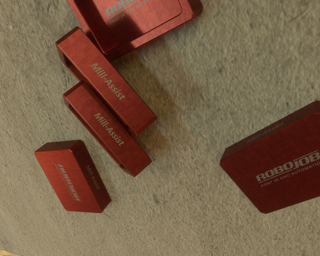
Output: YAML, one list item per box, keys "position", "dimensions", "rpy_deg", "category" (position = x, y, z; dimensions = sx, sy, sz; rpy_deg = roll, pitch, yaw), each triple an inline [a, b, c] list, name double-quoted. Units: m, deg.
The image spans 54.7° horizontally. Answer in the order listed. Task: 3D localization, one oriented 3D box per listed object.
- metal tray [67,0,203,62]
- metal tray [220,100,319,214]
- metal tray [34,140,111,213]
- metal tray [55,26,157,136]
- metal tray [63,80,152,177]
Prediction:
- position: [-0.031, -0.136, 0.334]
  dimensions: [0.130, 0.030, 0.090]
  rpy_deg: [-18, 110, 34]
  category: "metal tray"
- position: [0.146, 0.039, 0.350]
  dimensions: [0.090, 0.030, 0.130]
  rpy_deg: [49, 128, -7]
  category: "metal tray"
- position: [-0.149, 0.085, 0.532]
  dimensions: [0.090, 0.030, 0.129]
  rpy_deg: [-6, 116, 30]
  category: "metal tray"
- position: [-0.065, -0.049, 0.371]
  dimensions: [0.130, 0.030, 0.090]
  rpy_deg: [49, 169, -9]
  category: "metal tray"
- position: [-0.072, 0.003, 0.410]
  dimensions: [0.130, 0.030, 0.090]
  rpy_deg: [50, 166, -8]
  category: "metal tray"
